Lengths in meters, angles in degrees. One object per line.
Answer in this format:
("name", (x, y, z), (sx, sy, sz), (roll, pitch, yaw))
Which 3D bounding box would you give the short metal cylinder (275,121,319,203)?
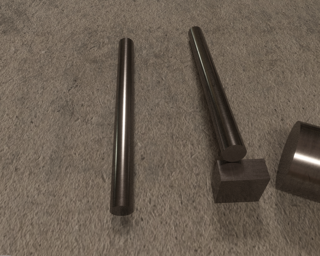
("short metal cylinder", (0.165, 0.037, 0.339), (0.050, 0.080, 0.080), (17, 52, 14))

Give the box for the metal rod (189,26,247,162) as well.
("metal rod", (0.069, -0.071, 0.431), (0.025, 0.025, 0.300), (-2, 40, -2))

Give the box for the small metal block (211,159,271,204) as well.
("small metal block", (0.086, 0.059, 0.339), (0.050, 0.050, 0.025), (-2, 50, -2))

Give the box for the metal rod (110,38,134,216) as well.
("metal rod", (-0.049, -0.027, 0.424), (0.025, 0.025, 0.300), (-2, 50, -2))
